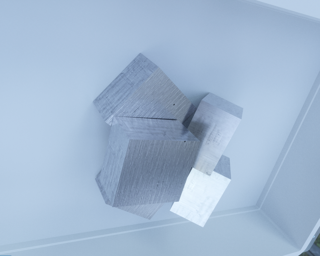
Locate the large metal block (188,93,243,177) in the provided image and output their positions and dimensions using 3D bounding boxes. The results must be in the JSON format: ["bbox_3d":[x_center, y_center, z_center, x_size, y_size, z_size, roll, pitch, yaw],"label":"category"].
[{"bbox_3d":[0.065,0.005,0.403,0.079,0.050,0.080,-65,171,18],"label":"large metal block"}]

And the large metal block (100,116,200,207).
[{"bbox_3d":[-0.013,0.036,0.340,0.081,0.050,0.079,3,116,-29],"label":"large metal block"}]

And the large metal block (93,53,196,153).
[{"bbox_3d":[-0.017,-0.026,0.367,0.080,0.050,0.080,-45,130,3],"label":"large metal block"}]

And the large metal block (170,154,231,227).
[{"bbox_3d":[0.060,0.079,0.446,0.050,0.080,0.079,26,108,3],"label":"large metal block"}]

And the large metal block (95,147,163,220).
[{"bbox_3d":[-0.025,0.067,0.416,0.080,0.050,0.080,34,99,-39],"label":"large metal block"}]
